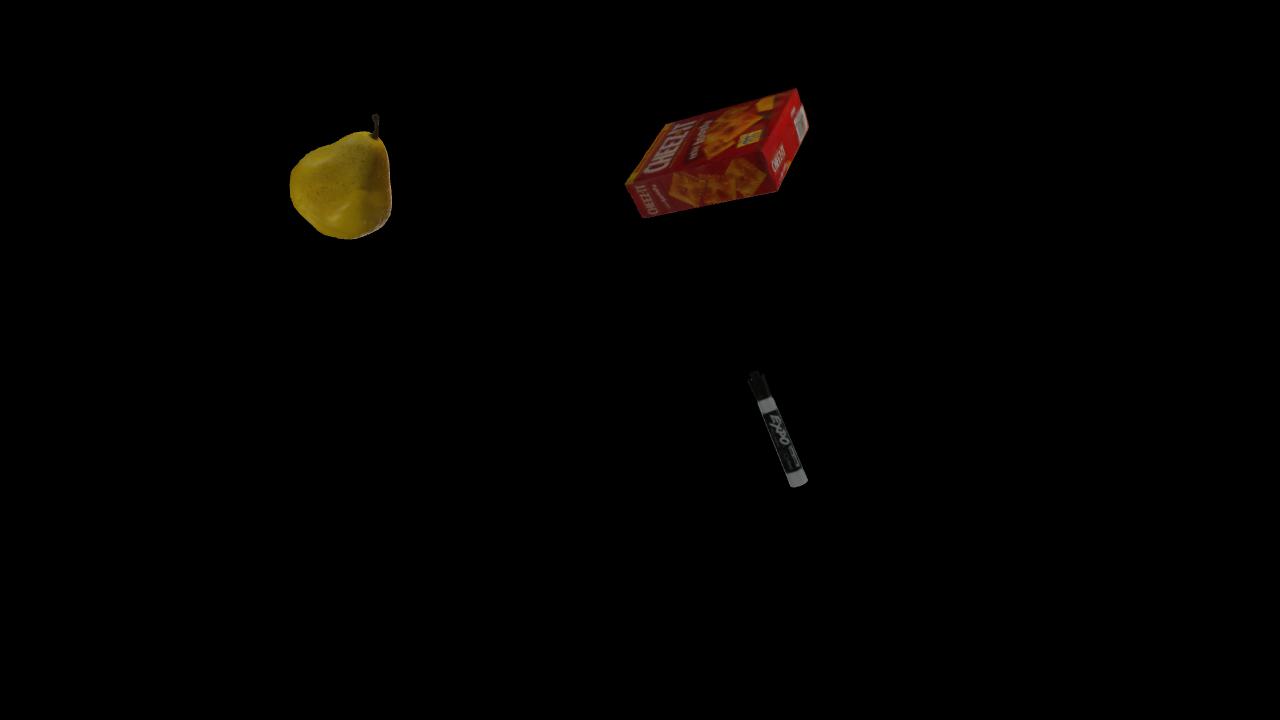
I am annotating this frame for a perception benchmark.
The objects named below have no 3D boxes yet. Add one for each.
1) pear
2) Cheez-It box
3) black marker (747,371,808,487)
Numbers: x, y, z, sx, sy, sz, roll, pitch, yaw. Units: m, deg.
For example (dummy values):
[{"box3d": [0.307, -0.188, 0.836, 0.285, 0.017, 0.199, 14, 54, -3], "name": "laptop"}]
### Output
[{"box3d": [-0.237, -0.155, 0.519, 0.111, 0.080, 0.080, -34, -14, 22], "name": "pear"}, {"box3d": [0.109, -0.293, 0.878, 0.223, 0.166, 0.071, -1, -44, 37], "name": "Cheez-It box"}, {"box3d": [0.136, 0.068, 0.615, 0.020, 0.121, 0.020, -22, 0, 0], "name": "black marker"}]
